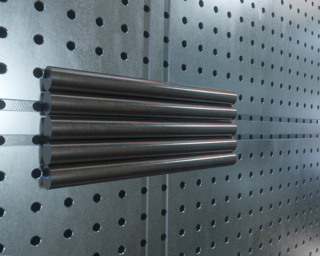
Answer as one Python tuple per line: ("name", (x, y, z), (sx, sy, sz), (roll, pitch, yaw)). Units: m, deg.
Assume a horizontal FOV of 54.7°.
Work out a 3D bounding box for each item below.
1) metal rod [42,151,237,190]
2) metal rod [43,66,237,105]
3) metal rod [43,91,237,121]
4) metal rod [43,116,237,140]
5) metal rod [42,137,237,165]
("metal rod", (0.000, 0.050, 0.411), (0.302, 0.025, 0.025), (0, 90, -40))
("metal rod", (0.001, -0.050, 0.412), (0.302, 0.025, 0.025), (0, 90, -40))
("metal rod", (0.001, -0.025, 0.412), (0.302, 0.025, 0.025), (0, 90, -40))
("metal rod", (0.001, 0.001, 0.412), (0.302, 0.025, 0.025), (0, 90, -40))
("metal rod", (0.001, 0.026, 0.411), (0.302, 0.025, 0.025), (0, 90, -40))
